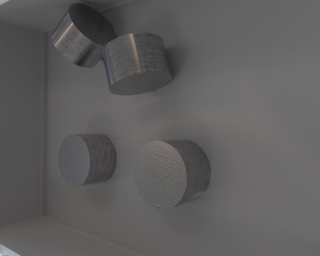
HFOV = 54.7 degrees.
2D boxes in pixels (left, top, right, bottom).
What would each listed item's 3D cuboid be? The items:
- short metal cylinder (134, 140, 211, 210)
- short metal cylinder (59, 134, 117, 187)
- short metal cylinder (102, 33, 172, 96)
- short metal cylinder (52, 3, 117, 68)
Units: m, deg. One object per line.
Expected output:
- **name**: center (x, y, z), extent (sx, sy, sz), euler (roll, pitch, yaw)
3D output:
- **short metal cylinder**: center (0.014, 0.055, 0.379), extent (0.080, 0.050, 0.080), euler (0, 90, 40)
- **short metal cylinder**: center (-0.114, 0.049, 0.485), extent (0.080, 0.050, 0.080), euler (0, 90, 40)
- **short metal cylinder**: center (-0.029, -0.079, 0.395), extent (0.080, 0.081, 0.050), euler (-20, 77, 38)
- **short metal cylinder**: center (-0.112, -0.138, 0.464), extent (0.050, 0.081, 0.080), euler (-38, 67, 34)
